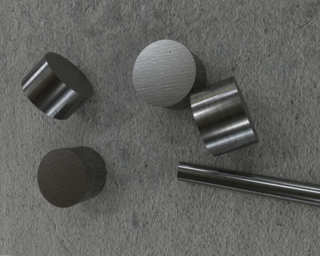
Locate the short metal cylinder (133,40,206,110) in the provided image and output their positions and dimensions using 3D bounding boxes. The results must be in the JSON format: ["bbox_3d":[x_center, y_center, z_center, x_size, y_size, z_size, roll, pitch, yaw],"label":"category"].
[{"bbox_3d":[0.013,-0.064,0.389,0.080,0.050,0.080,0,89,22],"label":"short metal cylinder"}]

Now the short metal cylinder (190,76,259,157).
[{"bbox_3d":[0.074,-0.013,0.354,0.050,0.080,0.080,-21,83,19],"label":"short metal cylinder"}]

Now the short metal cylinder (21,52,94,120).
[{"bbox_3d":[-0.140,-0.058,0.429,0.050,0.080,0.080,-40,77,15],"label":"short metal cylinder"}]

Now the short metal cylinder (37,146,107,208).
[{"bbox_3d":[-0.124,0.067,0.439,0.080,0.050,0.079,0,90,20],"label":"short metal cylinder"}]

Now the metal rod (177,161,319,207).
[{"bbox_3d":[0.167,0.074,0.349,0.301,0.025,0.025,8,93,19],"label":"metal rod"}]
